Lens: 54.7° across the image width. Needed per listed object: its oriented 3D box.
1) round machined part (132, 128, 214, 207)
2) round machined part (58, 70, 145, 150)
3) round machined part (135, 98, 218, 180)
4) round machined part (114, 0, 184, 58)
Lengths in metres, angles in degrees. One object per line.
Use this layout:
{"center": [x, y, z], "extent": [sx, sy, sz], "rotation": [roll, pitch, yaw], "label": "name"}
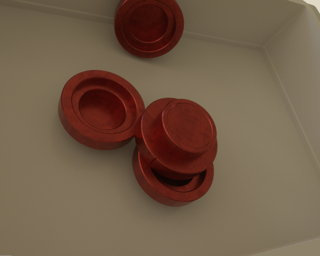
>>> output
{"center": [0.012, 0.047, 0.374], "extent": [0.099, 0.042, 0.098], "rotation": [14, 56, -21], "label": "round machined part"}
{"center": [-0.070, -0.017, 0.369], "extent": [0.099, 0.042, 0.098], "rotation": [14, 56, -21], "label": "round machined part"}
{"center": [0.025, 0.006, 0.352], "extent": [0.099, 0.042, 0.098], "rotation": [14, 56, -21], "label": "round machined part"}
{"center": [-0.017, -0.155, 0.450], "extent": [0.099, 0.097, 0.042], "rotation": [14, 37, -21], "label": "round machined part"}
